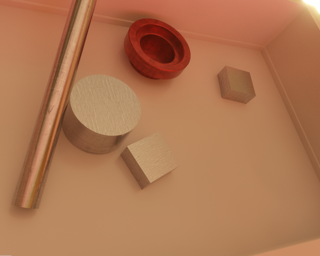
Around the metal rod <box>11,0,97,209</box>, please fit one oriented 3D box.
[{"bbox_3d":[-0.099,-0.068,0.328,0.025,0.025,0.299,16,76,-20],"label":"metal rod"}]

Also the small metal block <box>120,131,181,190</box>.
[{"bbox_3d":[-0.011,0.039,0.377,0.050,0.025,0.050,-25,76,-37],"label":"small metal block"}]

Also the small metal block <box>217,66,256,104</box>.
[{"bbox_3d":[0.128,-0.072,0.522,0.050,0.025,0.050,10,57,-23],"label":"small metal block"}]

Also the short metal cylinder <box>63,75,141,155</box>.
[{"bbox_3d":[-0.069,-0.015,0.363,0.081,0.050,0.080,14,56,-21],"label":"short metal cylinder"}]

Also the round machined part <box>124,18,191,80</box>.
[{"bbox_3d":[-0.007,-0.111,0.460,0.099,0.042,0.098,14,56,-21],"label":"round machined part"}]
